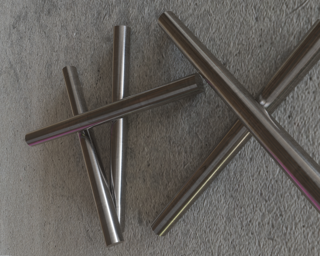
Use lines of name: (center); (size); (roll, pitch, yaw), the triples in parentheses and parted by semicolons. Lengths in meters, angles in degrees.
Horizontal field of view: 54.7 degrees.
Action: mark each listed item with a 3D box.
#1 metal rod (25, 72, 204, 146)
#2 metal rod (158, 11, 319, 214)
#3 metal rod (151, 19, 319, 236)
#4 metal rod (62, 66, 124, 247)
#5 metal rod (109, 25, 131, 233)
metal rod: (-0.081, -0.018, 0.436); (0.300, 0.025, 0.025); (-16, 80, 28)
metal rod: (0.074, -0.035, 0.314); (0.025, 0.025, 0.300); (-53, 50, 27)
metal rod: (0.076, 0.020, 0.342); (0.025, 0.025, 0.298); (49, 119, 28)
metal rod: (-0.108, 0.027, 0.472); (0.025, 0.025, 0.299); (-39, 60, 33)
metal rod: (-0.060, 0.004, 0.454); (0.025, 0.025, 0.298); (3, 92, 40)
